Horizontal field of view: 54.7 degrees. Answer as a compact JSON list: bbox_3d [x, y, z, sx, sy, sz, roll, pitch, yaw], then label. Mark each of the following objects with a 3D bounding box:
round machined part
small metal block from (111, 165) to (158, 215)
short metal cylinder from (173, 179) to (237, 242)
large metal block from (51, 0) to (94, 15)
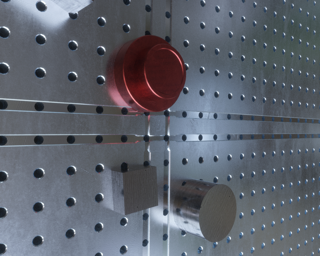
[{"bbox_3d":[-0.005,-0.069,0.393,0.099,0.042,0.097,0,90,-40],"label":"round machined part"},{"bbox_3d":[-0.031,0.075,0.384,0.050,0.025,0.050,-5,93,-40],"label":"small metal block"},{"bbox_3d":[0.066,0.118,0.448,0.081,0.050,0.079,0,90,-40],"label":"short metal cylinder"},{"bbox_3d":[-0.097,-0.177,0.311,0.080,0.050,0.080,31,71,-36],"label":"large metal block"}]
